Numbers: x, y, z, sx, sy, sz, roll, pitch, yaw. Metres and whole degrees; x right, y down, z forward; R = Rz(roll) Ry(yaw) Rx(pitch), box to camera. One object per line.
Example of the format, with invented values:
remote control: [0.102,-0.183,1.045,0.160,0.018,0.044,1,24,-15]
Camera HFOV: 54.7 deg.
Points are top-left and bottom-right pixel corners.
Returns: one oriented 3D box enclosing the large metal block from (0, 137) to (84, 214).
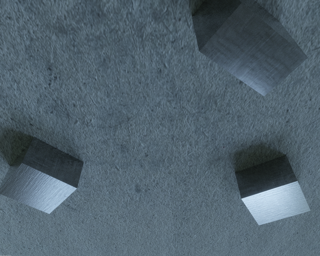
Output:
large metal block: [-0.171,0.071,0.449,0.080,0.050,0.080,33,123,-25]

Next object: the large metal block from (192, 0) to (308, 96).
large metal block: [0.081,-0.089,0.296,0.080,0.080,0.050,28,124,-22]

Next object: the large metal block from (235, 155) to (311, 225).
large metal block: [0.172,0.097,0.475,0.080,0.050,0.080,-23,127,18]
